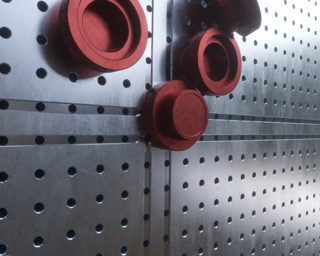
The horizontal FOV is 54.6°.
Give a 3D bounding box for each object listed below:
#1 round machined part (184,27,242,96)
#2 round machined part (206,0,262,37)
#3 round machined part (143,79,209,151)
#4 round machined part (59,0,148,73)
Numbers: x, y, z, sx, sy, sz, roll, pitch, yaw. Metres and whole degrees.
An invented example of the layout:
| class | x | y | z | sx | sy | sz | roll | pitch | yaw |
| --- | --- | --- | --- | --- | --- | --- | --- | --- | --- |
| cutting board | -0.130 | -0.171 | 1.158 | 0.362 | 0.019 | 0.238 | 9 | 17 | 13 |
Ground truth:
| class | x | y | z | sx | sy | sz | roll | pitch | yaw |
| --- | --- | --- | --- | --- | --- | --- | --- | --- | --- |
| round machined part | 0.074 | -0.095 | 0.458 | 0.099 | 0.042 | 0.097 | -1 | 92 | -40 |
| round machined part | 0.104 | -0.178 | 0.459 | 0.042 | 0.098 | 0.098 | -32 | 115 | 3 |
| round machined part | 0.028 | -0.017 | 0.421 | 0.099 | 0.042 | 0.097 | 0 | 90 | -40 |
| round machined part | -0.064 | -0.110 | 0.343 | 0.099 | 0.042 | 0.097 | 0 | 90 | -40 |
